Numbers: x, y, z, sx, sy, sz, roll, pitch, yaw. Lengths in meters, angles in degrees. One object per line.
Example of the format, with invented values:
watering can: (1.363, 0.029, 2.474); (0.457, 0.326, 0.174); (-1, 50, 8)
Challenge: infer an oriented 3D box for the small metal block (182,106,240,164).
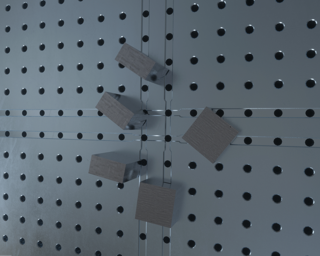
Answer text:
small metal block: (0.065, 0.008, 0.389); (0.050, 0.025, 0.050); (40, 102, 15)

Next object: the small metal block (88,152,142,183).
small metal block: (-0.060, 0.052, 0.419); (0.050, 0.050, 0.025); (13, 95, 19)

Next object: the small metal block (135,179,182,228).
small metal block: (-0.002, 0.099, 0.413); (0.050, 0.025, 0.050); (9, 93, 19)

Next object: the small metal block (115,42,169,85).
small metal block: (-0.023, -0.083, 0.406); (0.050, 0.050, 0.025); (36, 102, 16)

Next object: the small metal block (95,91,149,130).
small metal block: (-0.049, -0.022, 0.416); (0.050, 0.050, 0.025); (38, 102, 16)
